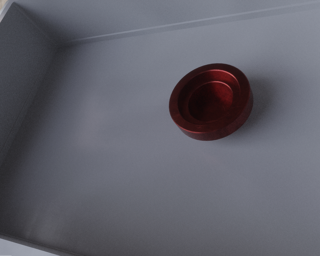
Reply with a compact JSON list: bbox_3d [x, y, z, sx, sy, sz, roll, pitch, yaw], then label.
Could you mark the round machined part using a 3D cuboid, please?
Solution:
[{"bbox_3d":[0.064,-0.028,0.379,0.098,0.042,0.098,-13,56,21],"label":"round machined part"}]
